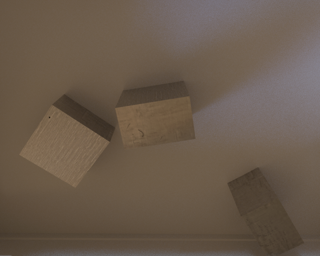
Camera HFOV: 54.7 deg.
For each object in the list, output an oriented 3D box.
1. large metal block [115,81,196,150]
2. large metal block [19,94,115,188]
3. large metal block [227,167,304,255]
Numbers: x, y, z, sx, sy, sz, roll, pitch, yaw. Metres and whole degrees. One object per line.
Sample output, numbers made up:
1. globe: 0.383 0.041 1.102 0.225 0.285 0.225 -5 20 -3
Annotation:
1. large metal block: -0.004 -0.018 0.375 0.080 0.080 0.050 -9 110 3
2. large metal block: -0.117 0.016 0.402 0.080 0.050 0.080 35 106 -12
3. large metal block: 0.142 0.114 0.426 0.050 0.080 0.080 -31 108 10
